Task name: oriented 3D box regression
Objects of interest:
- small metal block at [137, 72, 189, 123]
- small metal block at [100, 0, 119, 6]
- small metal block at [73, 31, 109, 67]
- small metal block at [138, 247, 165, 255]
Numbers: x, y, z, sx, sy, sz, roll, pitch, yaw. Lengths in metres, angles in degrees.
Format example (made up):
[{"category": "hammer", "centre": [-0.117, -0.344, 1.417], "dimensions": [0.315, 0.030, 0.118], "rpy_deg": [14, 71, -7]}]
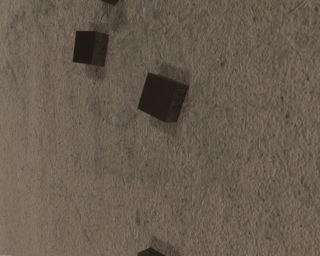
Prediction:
[{"category": "small metal block", "centre": [0.003, -0.039, 0.401], "dimensions": [0.050, 0.025, 0.050], "rpy_deg": [28, 107, 36]}, {"category": "small metal block", "centre": [-0.090, -0.215, 0.460], "dimensions": [0.025, 0.050, 0.050], "rpy_deg": [-43, 64, 31]}, {"category": "small metal block", "centre": [-0.111, -0.127, 0.494], "dimensions": [0.050, 0.025, 0.050], "rpy_deg": [15, 99, 38]}, {"category": "small metal block", "centre": [-0.006, 0.195, 0.408], "dimensions": [0.050, 0.025, 0.050], "rpy_deg": [13, 99, 39]}]
